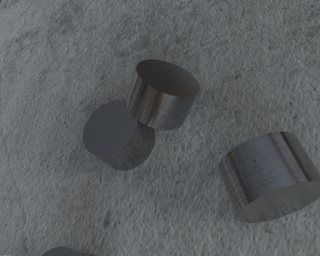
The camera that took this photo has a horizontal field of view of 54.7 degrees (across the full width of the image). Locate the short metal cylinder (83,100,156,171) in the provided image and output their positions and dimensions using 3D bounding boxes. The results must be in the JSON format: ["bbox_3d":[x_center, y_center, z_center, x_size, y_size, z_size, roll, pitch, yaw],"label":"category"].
[{"bbox_3d":[-0.053,0.010,0.408,0.080,0.050,0.080,-13,56,20],"label":"short metal cylinder"}]

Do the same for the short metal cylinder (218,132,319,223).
[{"bbox_3d":[0.101,0.047,0.286,0.080,0.080,0.050,-25,53,12],"label":"short metal cylinder"}]

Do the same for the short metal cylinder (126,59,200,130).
[{"bbox_3d":[0.003,-0.042,0.384,0.080,0.081,0.050,58,138,38],"label":"short metal cylinder"}]

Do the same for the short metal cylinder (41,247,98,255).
[{"bbox_3d":[-0.098,0.173,0.331,0.080,0.050,0.080,-13,56,20],"label":"short metal cylinder"}]
